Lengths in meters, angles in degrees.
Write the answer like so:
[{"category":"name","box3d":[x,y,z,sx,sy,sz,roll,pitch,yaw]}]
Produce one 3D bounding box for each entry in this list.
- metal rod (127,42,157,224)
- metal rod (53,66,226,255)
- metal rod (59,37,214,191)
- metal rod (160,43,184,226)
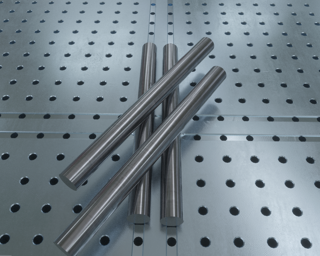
[{"category":"metal rod","box3d":[-0.020,-0.019,0.424,0.025,0.025,0.300,1,50,1]},{"category":"metal rod","box3d":[-0.002,0.017,0.361,0.025,0.025,0.301,28,55,21]},{"category":"metal rod","box3d":[-0.012,-0.037,0.407,0.025,0.025,0.301,28,55,21]},{"category":"metal rod","box3d":[0.015,-0.016,0.422,0.025,0.025,0.300,1,50,1]}]
